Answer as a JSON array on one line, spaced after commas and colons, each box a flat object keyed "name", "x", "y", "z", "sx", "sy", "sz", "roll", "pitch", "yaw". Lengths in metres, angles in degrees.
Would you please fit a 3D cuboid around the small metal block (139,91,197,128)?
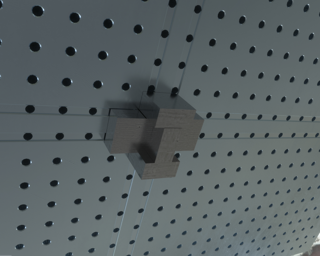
[{"name": "small metal block", "x": 0.009, "y": -0.023, "z": 0.387, "sx": 0.050, "sy": 0.050, "sz": 0.025, "roll": 1, "pitch": 118, "yaw": -29}]

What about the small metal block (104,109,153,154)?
[{"name": "small metal block", "x": -0.039, "y": 0.004, "z": 0.393, "sx": 0.050, "sy": 0.025, "sz": 0.050, "roll": 0, "pitch": 118, "yaw": -29}]

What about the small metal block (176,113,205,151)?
[{"name": "small metal block", "x": 0.027, "y": 0.004, "z": 0.430, "sx": 0.050, "sy": 0.025, "sz": 0.050, "roll": 1, "pitch": 118, "yaw": -29}]

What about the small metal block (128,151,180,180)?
[{"name": "small metal block", "x": -0.009, "y": 0.043, "z": 0.418, "sx": 0.050, "sy": 0.050, "sz": 0.025, "roll": 1, "pitch": 118, "yaw": -29}]

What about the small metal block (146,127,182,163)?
[{"name": "small metal block", "x": 0.000, "y": 0.010, "z": 0.402, "sx": 0.025, "sy": 0.050, "sz": 0.050, "roll": 1, "pitch": 118, "yaw": -29}]
